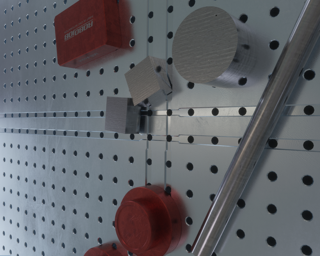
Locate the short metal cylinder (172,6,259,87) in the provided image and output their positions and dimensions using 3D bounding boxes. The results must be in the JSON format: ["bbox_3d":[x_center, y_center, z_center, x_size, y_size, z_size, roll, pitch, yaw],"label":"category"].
[{"bbox_3d":[0.060,-0.087,0.343,0.080,0.050,0.080,0,90,40],"label":"short metal cylinder"}]

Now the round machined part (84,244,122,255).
[{"bbox_3d":[-0.093,0.234,0.476,0.098,0.042,0.097,0,90,40],"label":"round machined part"}]

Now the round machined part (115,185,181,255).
[{"bbox_3d":[-0.023,0.129,0.418,0.098,0.042,0.097,0,90,40],"label":"round machined part"}]

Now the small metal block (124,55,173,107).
[{"bbox_3d":[-0.017,-0.062,0.423,0.050,0.025,0.050,-29,72,36],"label":"small metal block"}]

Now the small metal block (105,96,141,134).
[{"bbox_3d":[-0.054,-0.019,0.451,0.050,0.025,0.050,9,96,46],"label":"small metal block"}]

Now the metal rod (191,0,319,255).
[{"bbox_3d":[0.099,0.014,0.327,0.025,0.025,0.298,32,110,35],"label":"metal rod"}]

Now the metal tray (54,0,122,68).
[{"bbox_3d":[-0.121,-0.159,0.507,0.130,0.030,0.090,-10,83,39],"label":"metal tray"}]
